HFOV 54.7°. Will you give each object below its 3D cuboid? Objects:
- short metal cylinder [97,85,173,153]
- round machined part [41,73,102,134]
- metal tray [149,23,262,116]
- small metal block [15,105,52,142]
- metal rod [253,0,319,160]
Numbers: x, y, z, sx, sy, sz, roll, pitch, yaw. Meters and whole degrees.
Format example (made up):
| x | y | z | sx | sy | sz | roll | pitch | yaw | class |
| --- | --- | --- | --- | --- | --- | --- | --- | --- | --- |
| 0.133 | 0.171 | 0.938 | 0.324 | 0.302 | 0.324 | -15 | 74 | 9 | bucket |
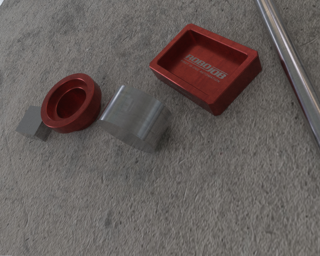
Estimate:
| x | y | z | sx | sy | sz | roll | pitch | yaw | class |
| --- | --- | --- | --- | --- | --- | --- | --- | --- | --- |
| -0.031 | -0.010 | 0.391 | 0.080 | 0.080 | 0.050 | 18 | 71 | 35 | short metal cylinder |
| -0.132 | -0.034 | 0.483 | 0.098 | 0.042 | 0.098 | -13 | 56 | 21 | round machined part |
| 0.058 | -0.084 | 0.421 | 0.090 | 0.030 | 0.130 | -47 | 51 | -5 | metal tray |
| -0.204 | -0.008 | 0.516 | 0.050 | 0.025 | 0.050 | 9 | 66 | 32 | small metal block |
| 0.158 | -0.065 | 0.361 | 0.025 | 0.025 | 0.299 | -18 | 55 | 18 | metal rod |
